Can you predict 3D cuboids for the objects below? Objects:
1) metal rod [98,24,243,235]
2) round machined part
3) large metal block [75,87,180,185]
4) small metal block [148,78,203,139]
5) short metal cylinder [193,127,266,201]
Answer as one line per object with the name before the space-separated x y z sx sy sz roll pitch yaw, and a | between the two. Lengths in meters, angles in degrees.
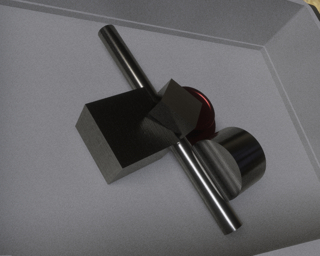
metal rod | 0.006 -0.008 0.386 0.025 0.025 0.299 -23 74 -37
round machined part | 0.035 -0.018 0.424 0.099 0.042 0.098 14 56 -21
large metal block | -0.039 0.007 0.361 0.081 0.050 0.080 -23 74 -36
small metal block | 0.020 -0.024 0.368 0.050 0.025 0.050 37 39 -12
short metal cylinder | 0.083 0.044 0.388 0.050 0.080 0.080 -23 74 -37
